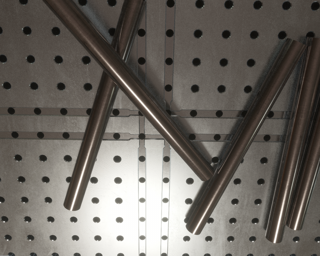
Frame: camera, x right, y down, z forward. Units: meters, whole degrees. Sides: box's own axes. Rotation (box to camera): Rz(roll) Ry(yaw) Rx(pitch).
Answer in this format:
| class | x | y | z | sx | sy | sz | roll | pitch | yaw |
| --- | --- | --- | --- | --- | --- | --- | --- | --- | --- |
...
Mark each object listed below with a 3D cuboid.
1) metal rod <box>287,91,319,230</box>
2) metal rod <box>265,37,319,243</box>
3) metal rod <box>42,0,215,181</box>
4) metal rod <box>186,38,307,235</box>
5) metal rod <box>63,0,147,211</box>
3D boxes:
| class | x | y | z | sx | sy | sz | roll | pitch | yaw |
| --- | --- | --- | --- | --- | --- | --- | --- | --- | --- |
| metal rod | 0.215 | 0.008 | 0.419 | 0.025 | 0.025 | 0.298 | 4 | 110 | -2 |
| metal rod | 0.184 | 0.030 | 0.427 | 0.025 | 0.025 | 0.298 | 3 | 110 | -2 |
| metal rod | -0.023 | -0.038 | 0.378 | 0.025 | 0.025 | 0.300 | -36 | 115 | 12 |
| metal rod | 0.109 | 0.025 | 0.424 | 0.025 | 0.025 | 0.298 | 22 | 108 | -8 |
| metal rod | -0.078 | -0.018 | 0.405 | 0.025 | 0.025 | 0.298 | 19 | 109 | -7 |
